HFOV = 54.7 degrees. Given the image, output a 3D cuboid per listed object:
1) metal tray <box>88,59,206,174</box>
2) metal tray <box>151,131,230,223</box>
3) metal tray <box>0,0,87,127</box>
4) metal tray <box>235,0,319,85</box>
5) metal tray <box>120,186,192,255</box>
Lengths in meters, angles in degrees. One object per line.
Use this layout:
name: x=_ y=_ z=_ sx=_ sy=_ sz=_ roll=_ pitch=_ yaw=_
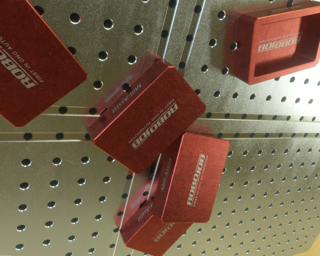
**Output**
metal tray: x=-0.014 y=-0.012 z=0.395 sx=0.130 sy=0.030 sz=0.090 roll=-44 pitch=130 yaw=2
metal tray: x=0.046 y=0.072 z=0.454 sx=0.091 sy=0.030 sz=0.129 roll=12 pitch=94 yaw=-34
metal tray: x=-0.143 y=-0.072 z=0.286 sx=0.090 sy=0.030 sz=0.130 roll=-38 pitch=130 yaw=-3
metal tray: x=0.169 y=-0.119 z=0.429 sx=0.131 sy=0.030 sz=0.089 roll=-17 pitch=126 yaw=-19
metal tray: x=0.010 y=0.147 z=0.506 sx=0.130 sy=0.030 sz=0.090 roll=-48 pitch=130 yaw=5
